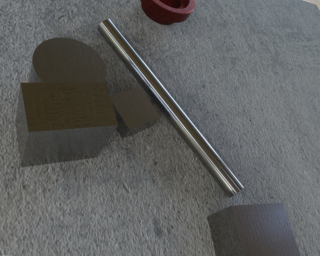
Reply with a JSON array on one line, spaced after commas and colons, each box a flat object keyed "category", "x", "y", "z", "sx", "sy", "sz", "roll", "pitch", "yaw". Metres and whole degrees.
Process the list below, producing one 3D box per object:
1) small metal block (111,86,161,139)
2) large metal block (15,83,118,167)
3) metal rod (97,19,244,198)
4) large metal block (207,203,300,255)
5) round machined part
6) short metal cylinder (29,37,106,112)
[{"category": "small metal block", "x": -0.036, "y": -0.021, "z": 0.398, "sx": 0.050, "sy": 0.025, "sz": 0.050, "roll": -24, "pitch": 75, "yaw": -37}, {"category": "large metal block", "x": -0.099, "y": -0.003, "z": 0.318, "sx": 0.081, "sy": 0.080, "sz": 0.050, "roll": -5, "pitch": 65, "yaw": -31}, {"category": "metal rod", "x": 0.010, "y": -0.033, "z": 0.430, "sx": 0.025, "sy": 0.025, "sz": 0.300, "roll": -31, "pitch": 79, "yaw": -38}, {"category": "large metal block", "x": 0.112, "y": 0.137, "z": 0.367, "sx": 0.081, "sy": 0.050, "sz": 0.080, "roll": 4, "pitch": 60, "yaw": -26}, {"category": "round machined part", "x": 0.007, "y": -0.217, "z": 0.531, "sx": 0.099, "sy": 0.042, "sz": 0.098, "roll": 14, "pitch": 56, "yaw": -21}, {"category": "short metal cylinder", "x": -0.110, "y": -0.059, "z": 0.365, "sx": 0.081, "sy": 0.050, "sz": 0.080, "roll": 14, "pitch": 56, "yaw": -21}]
